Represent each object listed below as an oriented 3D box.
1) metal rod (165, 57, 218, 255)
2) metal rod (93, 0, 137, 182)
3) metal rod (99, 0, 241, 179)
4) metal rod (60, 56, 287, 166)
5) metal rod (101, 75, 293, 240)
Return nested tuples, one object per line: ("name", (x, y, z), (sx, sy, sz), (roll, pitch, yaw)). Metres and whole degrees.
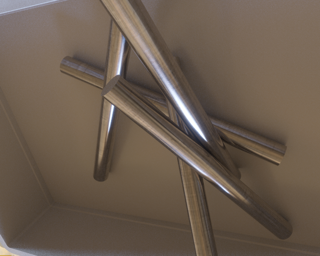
("metal rod", (0.039, 0.068, 0.357), (0.025, 0.025, 0.298), (-11, 90, 33))
("metal rod", (-0.065, -0.020, 0.401), (0.025, 0.025, 0.298), (29, 137, 10))
("metal rod", (0.025, -0.023, 0.299), (0.025, 0.025, 0.300), (-5, 142, 30))
("metal rod", (0.006, -0.027, 0.388), (0.301, 0.025, 0.025), (24, 127, 13))
("metal rod", (0.059, 0.048, 0.342), (0.025, 0.025, 0.301), (-28, 123, 37))
